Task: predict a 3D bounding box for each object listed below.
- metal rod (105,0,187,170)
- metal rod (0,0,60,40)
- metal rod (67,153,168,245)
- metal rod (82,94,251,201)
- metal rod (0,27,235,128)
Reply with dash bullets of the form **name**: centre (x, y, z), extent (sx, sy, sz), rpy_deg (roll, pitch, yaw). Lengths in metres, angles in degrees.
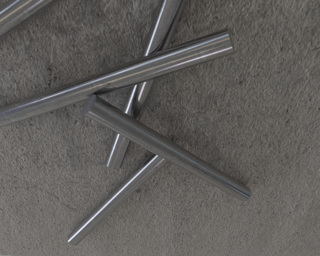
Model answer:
- **metal rod**: centre (-0.018, -0.056, 0.358), extent (0.025, 0.025, 0.298), rpy_deg (15, 129, -12)
- **metal rod**: centre (-0.082, -0.141, 0.285), extent (0.300, 0.025, 0.025), rpy_deg (-24, 126, 18)
- **metal rod**: centre (-0.073, 0.117, 0.505), extent (0.025, 0.025, 0.299), rpy_deg (29, 124, -23)
- **metal rod**: centre (0.030, 0.040, 0.414), extent (0.301, 0.025, 0.025), rpy_deg (32, 124, -34)
- **metal rod**: centre (-0.070, -0.047, 0.342), extent (0.300, 0.025, 0.025), rpy_deg (-14, 129, 21)
